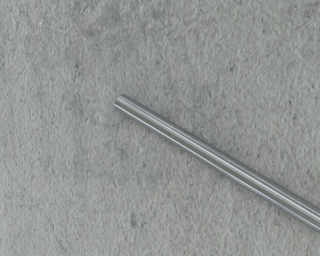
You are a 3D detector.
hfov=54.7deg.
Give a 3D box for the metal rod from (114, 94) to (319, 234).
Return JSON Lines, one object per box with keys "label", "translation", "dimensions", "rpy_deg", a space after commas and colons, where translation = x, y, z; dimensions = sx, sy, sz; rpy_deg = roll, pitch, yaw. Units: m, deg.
{"label": "metal rod", "translation": [0.069, 0.038, 0.384], "dimensions": [0.301, 0.025, 0.025], "rpy_deg": [31, 100, 17]}
